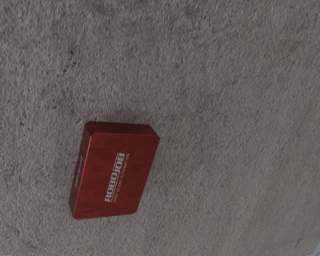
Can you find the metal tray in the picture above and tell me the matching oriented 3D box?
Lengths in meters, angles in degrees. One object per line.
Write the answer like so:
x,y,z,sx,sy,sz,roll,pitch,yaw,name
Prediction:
-0.061,0.057,0.405,0.091,0.030,0.129,3,117,-30,metal tray
